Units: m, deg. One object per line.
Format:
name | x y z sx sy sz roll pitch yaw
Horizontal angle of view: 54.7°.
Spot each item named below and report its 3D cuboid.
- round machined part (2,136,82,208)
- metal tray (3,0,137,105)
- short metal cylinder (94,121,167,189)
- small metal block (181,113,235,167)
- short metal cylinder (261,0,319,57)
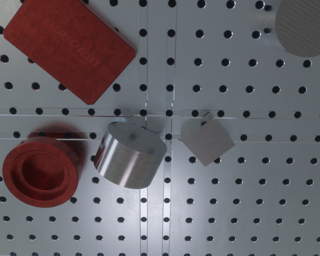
round machined part | -0.156 0.056 0.424 0.099 0.042 0.097 0 110 0
metal tray | -0.104 -0.102 0.372 0.130 0.030 0.090 40 105 -14
short metal cylinder | -0.038 0.033 0.396 0.080 0.080 0.050 22 109 -8
small metal block | 0.064 0.016 0.420 0.050 0.025 0.050 -39 106 13
short metal cylinder | 0.164 -0.125 0.356 0.081 0.050 0.079 0 110 0
